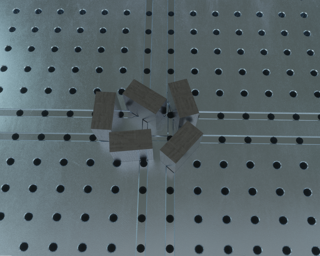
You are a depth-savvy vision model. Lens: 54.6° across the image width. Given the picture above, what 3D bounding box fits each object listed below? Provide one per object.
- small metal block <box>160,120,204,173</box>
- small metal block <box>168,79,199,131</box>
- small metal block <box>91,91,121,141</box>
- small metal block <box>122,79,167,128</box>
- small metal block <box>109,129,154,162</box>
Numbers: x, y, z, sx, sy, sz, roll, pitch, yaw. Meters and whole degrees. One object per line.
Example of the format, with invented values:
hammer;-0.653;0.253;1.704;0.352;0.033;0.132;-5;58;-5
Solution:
small metal block;0.026;0.025;0.389;0.025;0.050;0.050;40;75;14
small metal block;0.029;-0.029;0.409;0.025;0.050;0.050;-15;70;-5
small metal block;-0.069;-0.014;0.403;0.025;0.050;0.050;3;71;1
small metal block;-0.019;-0.031;0.410;0.050;0.050;0.025;32;74;10
small metal block;-0.035;0.023;0.390;0.050;0.050;0.025;-5;70;-2
